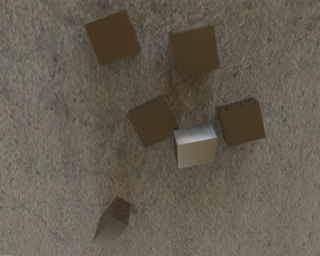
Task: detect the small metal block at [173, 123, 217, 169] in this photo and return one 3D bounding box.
[{"bbox_3d":[0.045,0.024,0.405,0.050,0.025,0.050,-11,138,-5],"label":"small metal block"}]

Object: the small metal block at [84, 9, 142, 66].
[{"bbox_3d":[-0.055,-0.108,0.369,0.050,0.025,0.050,-19,109,6],"label":"small metal block"}]

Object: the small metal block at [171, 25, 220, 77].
[{"bbox_3d":[0.042,-0.094,0.376,0.050,0.025,0.050,-11,110,3],"label":"small metal block"}]

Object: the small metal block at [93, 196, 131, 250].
[{"bbox_3d":[-0.068,0.135,0.445,0.025,0.050,0.050,33,107,-12],"label":"small metal block"}]

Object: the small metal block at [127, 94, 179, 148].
[{"bbox_3d":[-0.008,-0.009,0.407,0.050,0.025,0.050,-25,109,8],"label":"small metal block"}]

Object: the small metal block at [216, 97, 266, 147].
[{"bbox_3d":[0.107,-0.008,0.409,0.050,0.025,0.050,-16,110,5],"label":"small metal block"}]
